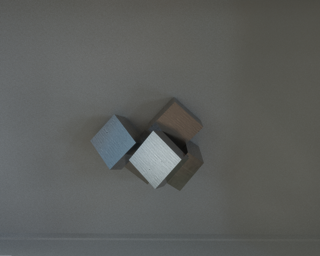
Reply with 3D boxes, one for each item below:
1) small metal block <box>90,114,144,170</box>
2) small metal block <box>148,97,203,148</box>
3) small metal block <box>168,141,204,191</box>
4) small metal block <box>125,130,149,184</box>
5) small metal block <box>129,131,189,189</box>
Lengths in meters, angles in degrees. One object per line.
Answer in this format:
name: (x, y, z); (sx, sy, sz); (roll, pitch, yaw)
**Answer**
small metal block: (-0.055, 0.019, 0.403); (0.050, 0.025, 0.050); (-46, 66, 15)
small metal block: (0.020, -0.004, 0.408); (0.050, 0.025, 0.050); (40, 105, -14)
small metal block: (0.030, 0.047, 0.414); (0.025, 0.050, 0.050); (34, 106, -12)
small metal block: (-0.019, 0.040, 0.424); (0.050, 0.025, 0.050); (40, 105, -14)
small metal block: (-0.002, 0.039, 0.384); (0.050, 0.025, 0.050); (45, 106, 20)
